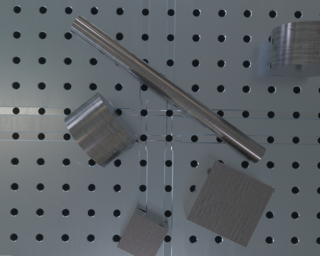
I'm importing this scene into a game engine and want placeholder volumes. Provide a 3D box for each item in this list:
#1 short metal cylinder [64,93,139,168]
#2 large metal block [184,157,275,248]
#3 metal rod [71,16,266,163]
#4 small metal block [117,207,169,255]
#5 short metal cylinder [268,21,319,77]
[{"bbox_3d":[-0.071,0.002,0.385,0.050,0.080,0.080,-38,90,0],"label":"short metal cylinder"},{"bbox_3d":[0.086,0.092,0.402,0.080,0.050,0.080,26,90,0],"label":"large metal block"},{"bbox_3d":[0.011,-0.051,0.413,0.301,0.025,0.025,36,90,0],"label":"metal rod"},{"bbox_3d":[-0.022,0.143,0.413,0.050,0.025,0.050,27,90,0],"label":"small metal block"},{"bbox_3d":[0.180,-0.096,0.387,0.081,0.080,0.050,5,90,0],"label":"short metal cylinder"}]
